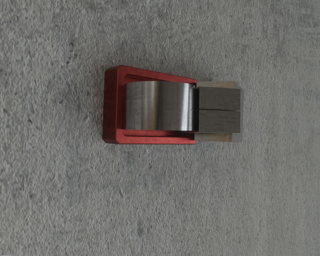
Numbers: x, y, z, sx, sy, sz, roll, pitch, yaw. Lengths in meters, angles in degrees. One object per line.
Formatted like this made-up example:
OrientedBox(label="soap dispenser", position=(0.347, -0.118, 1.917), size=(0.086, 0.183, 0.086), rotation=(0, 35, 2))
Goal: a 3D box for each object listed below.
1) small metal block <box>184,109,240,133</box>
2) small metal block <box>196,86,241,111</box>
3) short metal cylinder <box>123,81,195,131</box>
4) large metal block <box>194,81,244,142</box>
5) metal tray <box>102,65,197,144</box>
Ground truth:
OrientedBox(label="small metal block", position=(0.062, -0.007, 0.373), size=(0.050, 0.050, 0.025), rotation=(2, 88, -14))
OrientedBox(label="small metal block", position=(0.062, -0.032, 0.374), size=(0.050, 0.050, 0.025), rotation=(2, 88, -14))
OrientedBox(label="short metal cylinder", position=(-0.001, -0.022, 0.353), size=(0.081, 0.080, 0.050), rotation=(1, 90, -40))
OrientedBox(label="large metal block", position=(0.087, -0.020, 0.444), size=(0.080, 0.050, 0.080), rotation=(7, 86, -66))
OrientedBox(label="metal tray", position=(-0.008, -0.024, 0.396), size=(0.131, 0.030, 0.089), rotation=(3, 88, -40))
